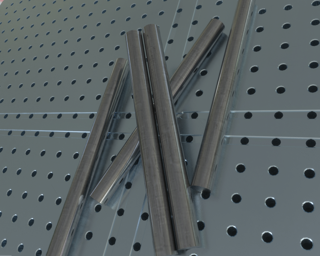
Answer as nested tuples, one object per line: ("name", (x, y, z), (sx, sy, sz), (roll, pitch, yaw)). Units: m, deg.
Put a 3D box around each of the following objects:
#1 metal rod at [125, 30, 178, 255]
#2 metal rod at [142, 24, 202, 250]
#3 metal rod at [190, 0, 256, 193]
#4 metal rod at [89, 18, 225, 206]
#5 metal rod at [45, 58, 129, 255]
("metal rod", (-0.016, 0.000, 0.386), (0.025, 0.025, 0.299), (-18, 64, 17))
("metal rod", (0.009, -0.009, 0.383), (0.025, 0.025, 0.299), (-18, 62, 17))
("metal rod", (0.088, -0.063, 0.400), (0.025, 0.025, 0.300), (4, 63, 29))
("metal rod", (0.003, -0.030, 0.423), (0.025, 0.025, 0.300), (25, 75, 36))
("metal rod", (-0.093, 0.026, 0.439), (0.025, 0.025, 0.300), (0, 62, 28))
